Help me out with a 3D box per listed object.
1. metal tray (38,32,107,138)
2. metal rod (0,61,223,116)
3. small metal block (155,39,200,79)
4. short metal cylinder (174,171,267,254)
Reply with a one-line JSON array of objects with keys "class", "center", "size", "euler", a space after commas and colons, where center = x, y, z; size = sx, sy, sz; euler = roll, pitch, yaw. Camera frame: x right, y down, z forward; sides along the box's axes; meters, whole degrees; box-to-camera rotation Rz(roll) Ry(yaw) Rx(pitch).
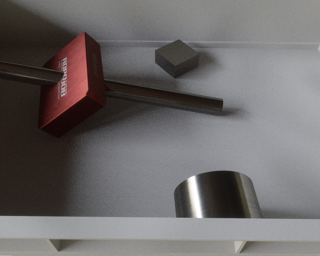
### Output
[{"class": "metal tray", "center": [-0.121, -0.061, 0.420], "size": [0.090, 0.030, 0.130], "euler": [-32, 48, 20]}, {"class": "metal rod", "center": [-0.064, -0.053, 0.424], "size": [0.302, 0.025, 0.025], "euler": [10, 50, -2]}, {"class": "small metal block", "center": [0.027, -0.112, 0.500], "size": [0.050, 0.025, 0.050], "euler": [-30, 57, -24]}, {"class": "short metal cylinder", "center": [0.056, 0.084, 0.300], "size": [0.081, 0.080, 0.050], "euler": [-3, 50, -3]}]
